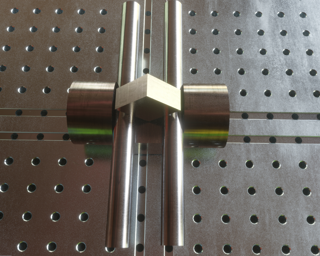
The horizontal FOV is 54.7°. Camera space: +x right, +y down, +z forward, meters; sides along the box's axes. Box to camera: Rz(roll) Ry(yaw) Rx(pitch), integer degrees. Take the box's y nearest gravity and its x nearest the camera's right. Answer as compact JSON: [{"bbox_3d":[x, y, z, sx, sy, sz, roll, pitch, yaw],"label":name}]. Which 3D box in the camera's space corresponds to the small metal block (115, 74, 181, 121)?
[{"bbox_3d":[-0.013,-0.031,0.339,0.050,0.050,0.025,-17,64,41],"label":"small metal block"}]

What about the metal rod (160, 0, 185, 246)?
[{"bbox_3d":[0.015,-0.022,0.363,0.025,0.025,0.299,1,70,0],"label":"metal rod"}]

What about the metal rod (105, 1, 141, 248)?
[{"bbox_3d":[-0.040,-0.020,0.362,0.025,0.025,0.299,1,70,0],"label":"metal rod"}]

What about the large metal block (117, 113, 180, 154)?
[{"bbox_3d":[-0.013,-0.012,0.398,0.081,0.050,0.080,1,70,0],"label":"large metal block"}]

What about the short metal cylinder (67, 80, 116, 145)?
[{"bbox_3d":[-0.079,-0.019,0.385,0.050,0.080,0.080,1,70,0],"label":"short metal cylinder"}]

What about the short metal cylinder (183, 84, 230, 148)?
[{"bbox_3d":[0.053,-0.015,0.384,0.050,0.080,0.080,0,70,1],"label":"short metal cylinder"}]
